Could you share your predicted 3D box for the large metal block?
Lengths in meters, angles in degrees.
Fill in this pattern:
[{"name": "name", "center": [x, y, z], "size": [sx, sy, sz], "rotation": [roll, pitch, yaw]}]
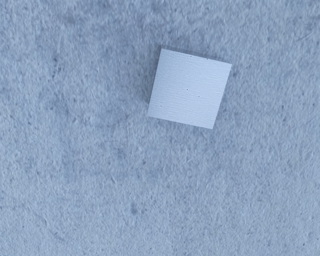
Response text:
[{"name": "large metal block", "center": [0.032, -0.051, 0.378], "size": [0.081, 0.050, 0.079], "rotation": [11, 110, -5]}]
